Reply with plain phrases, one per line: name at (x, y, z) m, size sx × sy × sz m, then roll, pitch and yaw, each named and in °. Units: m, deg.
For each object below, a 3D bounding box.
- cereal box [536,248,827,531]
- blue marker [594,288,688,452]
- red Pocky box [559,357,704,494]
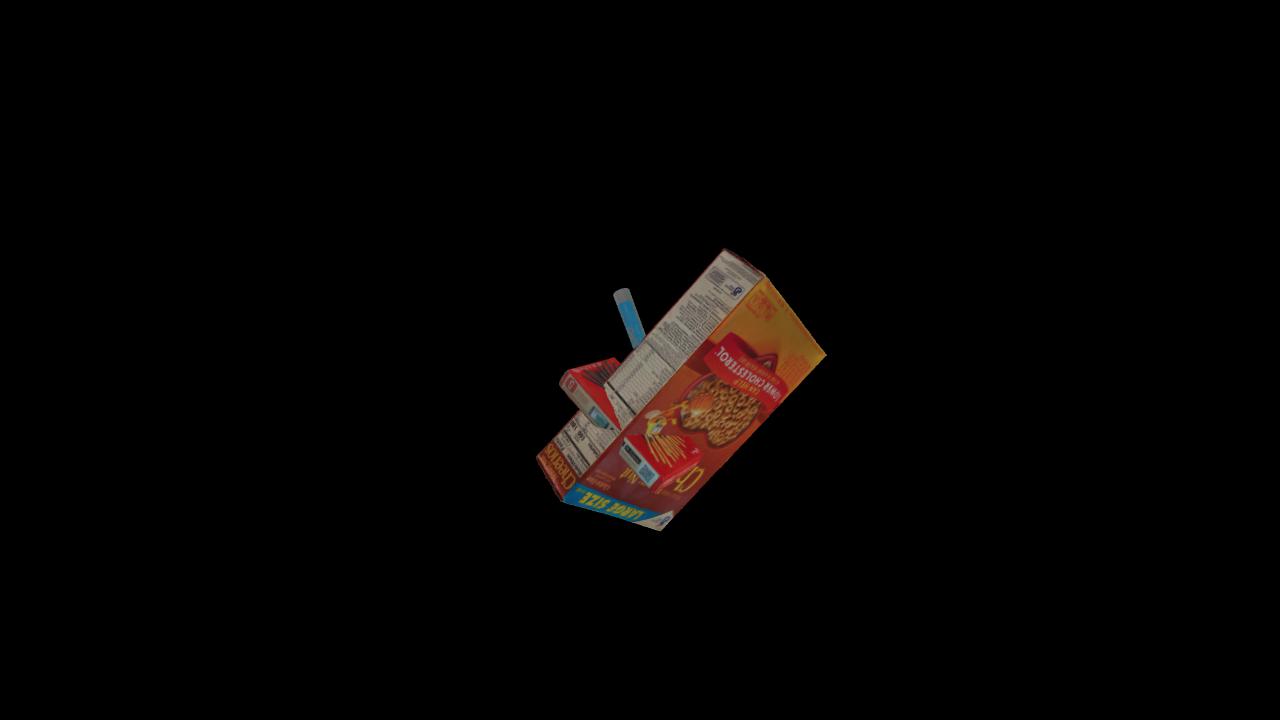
cereal box at (0.056, 0.051, 0.696) m, size 0.081 × 0.306 × 0.203 m, roll 46°, pitch 6°, yaw 40°
blue marker at (0.000, -0.019, 0.647) m, size 0.020 × 0.121 × 0.020 m, roll -19°, pitch -16°, yaw -6°
red Pocky box at (-0.008, 0.063, 0.649) m, size 0.155 × 0.028 × 0.083 m, roll 47°, pitch 31°, yaw 18°
